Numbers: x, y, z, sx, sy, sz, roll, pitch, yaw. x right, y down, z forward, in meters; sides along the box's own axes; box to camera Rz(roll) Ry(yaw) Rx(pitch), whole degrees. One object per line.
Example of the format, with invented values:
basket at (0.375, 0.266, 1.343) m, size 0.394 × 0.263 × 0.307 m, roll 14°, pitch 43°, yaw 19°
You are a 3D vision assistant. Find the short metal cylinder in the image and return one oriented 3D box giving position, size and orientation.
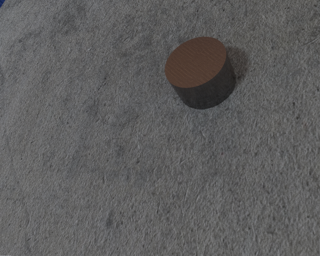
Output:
short metal cylinder at (0.053, -0.071, 0.404) m, size 0.080 × 0.050 × 0.080 m, roll -13°, pitch 56°, yaw 21°
